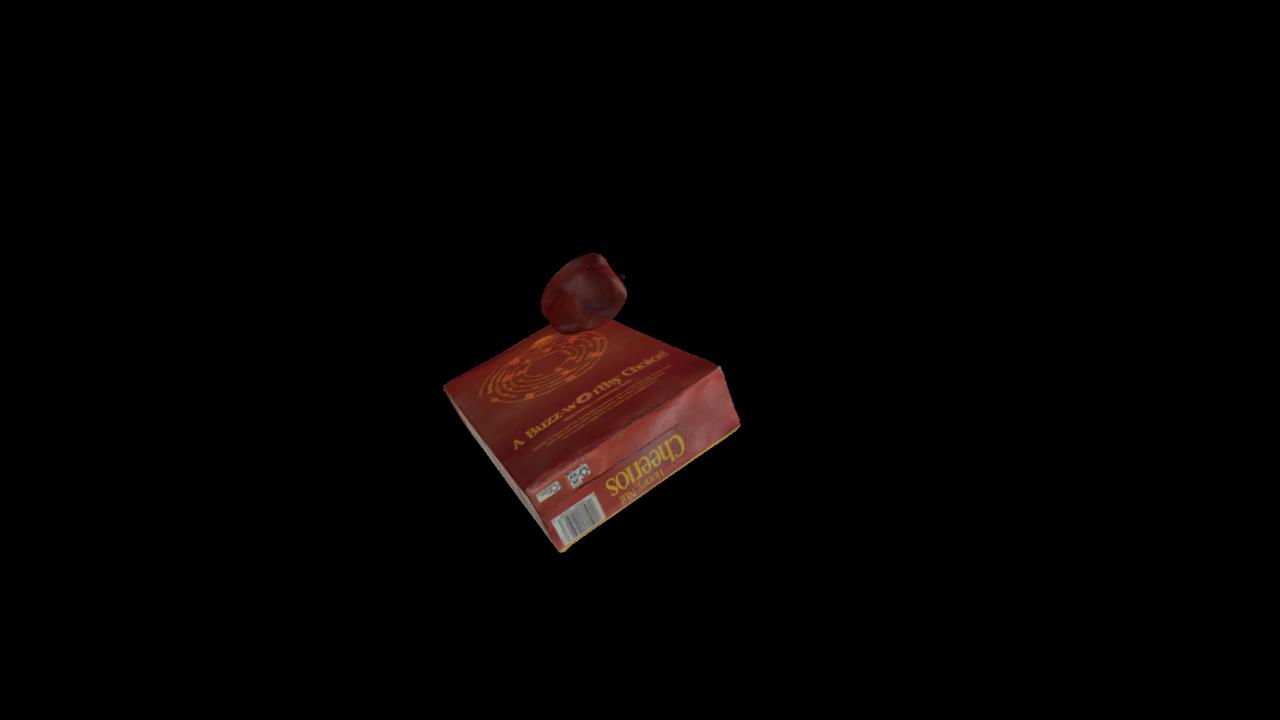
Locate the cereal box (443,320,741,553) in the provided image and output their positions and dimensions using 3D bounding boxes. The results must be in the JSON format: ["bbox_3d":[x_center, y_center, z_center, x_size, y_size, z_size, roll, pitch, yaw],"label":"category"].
[{"bbox_3d":[-0.069,0.045,0.644,0.203,0.081,0.306,-32,27,-19],"label":"cereal box"}]

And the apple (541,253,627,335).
[{"bbox_3d":[-0.057,-0.067,0.645,0.093,0.079,0.079,-32,-2,3],"label":"apple"}]
